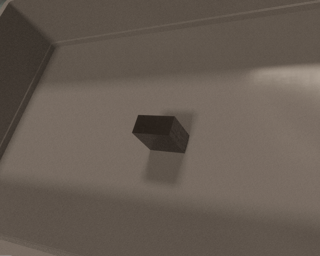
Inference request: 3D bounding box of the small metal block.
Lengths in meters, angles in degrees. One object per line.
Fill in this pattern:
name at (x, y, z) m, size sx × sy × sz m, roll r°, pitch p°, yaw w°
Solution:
small metal block at (0.002, 0.008, 0.383) m, size 0.050 × 0.050 × 0.025 m, roll 3°, pitch 64°, yaw 29°
